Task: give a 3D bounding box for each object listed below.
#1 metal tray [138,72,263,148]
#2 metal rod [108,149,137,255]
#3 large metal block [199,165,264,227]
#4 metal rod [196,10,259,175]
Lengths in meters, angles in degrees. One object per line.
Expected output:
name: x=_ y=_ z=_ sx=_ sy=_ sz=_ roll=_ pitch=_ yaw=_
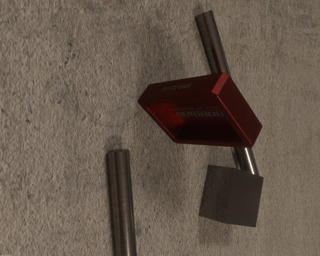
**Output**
metal tray: x=0.044 y=-0.017 z=0.376 sx=0.090 sy=0.130 sz=0.030 roll=48 pitch=62 yaw=-30
metal rod: x=-0.039 y=0.175 z=0.374 sx=0.025 sy=0.025 sz=0.298 roll=-7 pitch=95 yaw=-40
large metal block: x=0.113 y=0.107 z=0.487 sx=0.080 sy=0.050 sz=0.080 roll=21 pitch=77 yaw=-39
metal rod: x=0.116 y=-0.038 z=0.504 sx=0.025 sy=0.025 sz=0.298 roll=-33 pitch=111 yaw=-35
